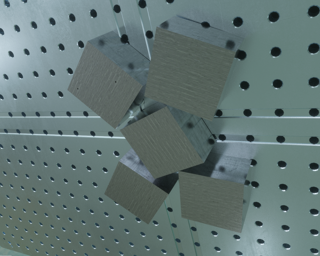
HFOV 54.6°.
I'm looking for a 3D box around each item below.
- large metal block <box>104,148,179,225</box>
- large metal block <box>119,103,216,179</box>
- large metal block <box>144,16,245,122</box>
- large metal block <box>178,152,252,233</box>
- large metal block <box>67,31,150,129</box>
[{"bbox_3d":[-0.026,0.082,0.458,0.080,0.050,0.080,33,129,7],"label":"large metal block"},{"bbox_3d":[0.011,0.010,0.395,0.080,0.050,0.080,-25,105,37],"label":"large metal block"},{"bbox_3d":[0.035,-0.065,0.335,0.080,0.050,0.079,21,127,12],"label":"large metal block"},{"bbox_3d":[0.073,0.081,0.407,0.080,0.050,0.080,8,122,23],"label":"large metal block"},{"bbox_3d":[-0.058,-0.060,0.389,0.080,0.050,0.080,39,130,2],"label":"large metal block"}]
